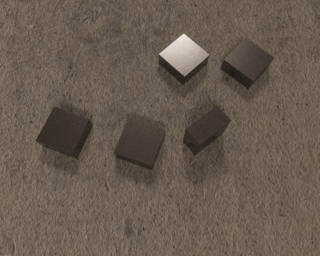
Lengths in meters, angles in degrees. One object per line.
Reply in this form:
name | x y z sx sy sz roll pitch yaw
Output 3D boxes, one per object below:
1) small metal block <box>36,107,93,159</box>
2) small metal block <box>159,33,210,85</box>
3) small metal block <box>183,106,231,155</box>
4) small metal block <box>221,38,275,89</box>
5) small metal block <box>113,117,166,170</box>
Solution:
small metal block | -0.123 0.006 0.404 0.050 0.025 0.050 19 71 6
small metal block | 0.034 -0.099 0.445 0.050 0.025 0.050 -42 76 -14
small metal block | 0.058 0.005 0.394 0.050 0.050 0.025 -37 75 -13
small metal block | 0.125 -0.093 0.444 0.050 0.025 0.050 40 75 13
small metal block | -0.025 0.021 0.400 0.050 0.025 0.050 19 71 6
